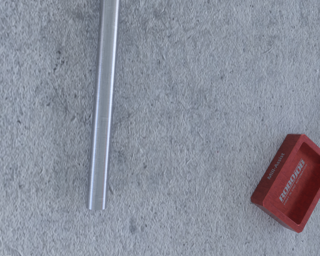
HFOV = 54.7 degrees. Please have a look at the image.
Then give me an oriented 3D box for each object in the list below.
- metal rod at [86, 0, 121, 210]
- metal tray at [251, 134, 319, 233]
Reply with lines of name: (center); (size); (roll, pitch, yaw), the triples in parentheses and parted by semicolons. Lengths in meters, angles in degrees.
metal rod: (-0.068, -0.051, 0.384); (0.025, 0.025, 0.298); (4, 89, -20)
metal tray: (0.211, 0.085, 0.486); (0.090, 0.030, 0.130); (38, 78, -17)
